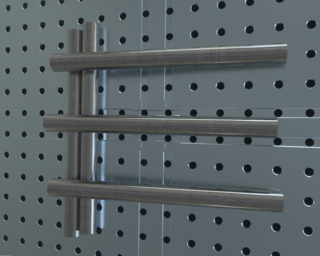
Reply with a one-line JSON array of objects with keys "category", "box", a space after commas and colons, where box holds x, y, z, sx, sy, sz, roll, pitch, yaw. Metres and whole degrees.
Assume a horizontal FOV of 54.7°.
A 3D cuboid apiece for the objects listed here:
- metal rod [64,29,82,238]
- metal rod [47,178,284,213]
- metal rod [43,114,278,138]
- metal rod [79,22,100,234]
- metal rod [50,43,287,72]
[{"category": "metal rod", "box": [-0.125, 0.008, 0.454, 0.025, 0.025, 0.298, 1, 90, 19]}, {"category": "metal rod", "box": [-0.003, 0.085, 0.397, 0.301, 0.025, 0.025, 1, 90, 13]}, {"category": "metal rod", "box": [-0.010, -0.004, 0.399, 0.301, 0.025, 0.025, 1, 91, 13]}, {"category": "metal rod", "box": [-0.101, 0.000, 0.446, 0.025, 0.025, 0.298, 1, 90, 19]}, {"category": "metal rod", "box": [0.000, -0.089, 0.396, 0.301, 0.025, 0.025, 1, 90, 13]}]
